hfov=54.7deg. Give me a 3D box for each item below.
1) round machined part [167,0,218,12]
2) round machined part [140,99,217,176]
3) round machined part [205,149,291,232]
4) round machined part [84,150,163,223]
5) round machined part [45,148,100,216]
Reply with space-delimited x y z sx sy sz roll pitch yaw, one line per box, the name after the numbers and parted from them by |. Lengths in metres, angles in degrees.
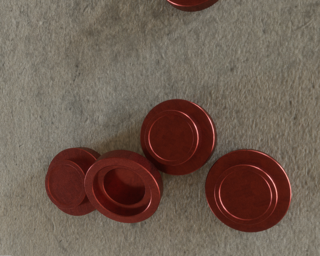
0.039 -0.201 0.386 0.098 0.042 0.097 0 90 19 | round machined part
0.020 0.012 0.392 0.098 0.042 0.097 0 90 19 | round machined part
0.101 0.074 0.364 0.098 0.042 0.097 0 90 19 | round machined part
-0.043 0.071 0.402 0.098 0.042 0.097 5 114 11 | round machined part
-0.122 0.077 0.442 0.098 0.042 0.097 0 90 19 | round machined part
